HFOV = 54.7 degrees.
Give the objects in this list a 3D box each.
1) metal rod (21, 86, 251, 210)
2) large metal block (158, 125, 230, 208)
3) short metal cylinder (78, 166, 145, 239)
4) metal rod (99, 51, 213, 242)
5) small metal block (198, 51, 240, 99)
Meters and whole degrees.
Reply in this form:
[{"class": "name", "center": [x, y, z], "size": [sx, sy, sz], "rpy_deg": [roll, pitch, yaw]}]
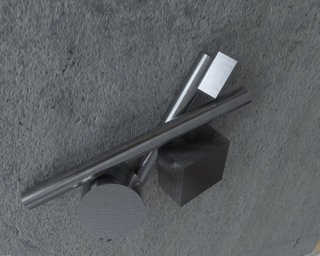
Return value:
[{"class": "metal rod", "center": [-0.026, 0.023, 0.386], "size": [0.301, 0.025, 0.025], "rpy_deg": [-26, 128, -4]}, {"class": "large metal block", "center": [0.045, 0.049, 0.428], "size": [0.081, 0.050, 0.079], "rpy_deg": [-27, 138, -27]}, {"class": "short metal cylinder", "center": [-0.062, 0.094, 0.400], "size": [0.081, 0.050, 0.079], "rpy_deg": [-2, 110, -6]}, {"class": "metal rod", "center": [-0.011, 0.036, 0.424], "size": [0.025, 0.025, 0.298], "rpy_deg": [19, 109, -36]}, {"class": "small metal block", "center": [0.077, -0.066, 0.393], "size": [0.050, 0.025, 0.050], "rpy_deg": [-61, 167, 15]}]
